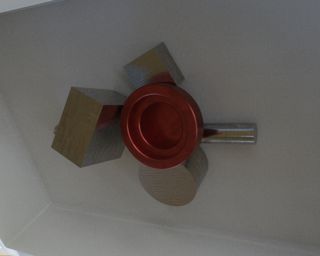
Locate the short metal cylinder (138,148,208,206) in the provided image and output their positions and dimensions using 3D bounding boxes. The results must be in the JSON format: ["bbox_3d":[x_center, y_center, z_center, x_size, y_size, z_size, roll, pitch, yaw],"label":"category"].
[{"bbox_3d":[0.018,0.057,0.413,0.080,0.050,0.079,13,124,20],"label":"short metal cylinder"}]

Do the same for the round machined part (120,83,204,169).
[{"bbox_3d":[0.005,-0.004,0.364,0.098,0.042,0.097,6,104,27],"label":"round machined part"}]

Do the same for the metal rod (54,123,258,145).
[{"bbox_3d":[-0.025,0.006,0.420,0.300,0.025,0.025,0,119,27],"label":"metal rod"}]

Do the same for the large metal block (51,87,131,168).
[{"bbox_3d":[-0.078,-0.003,0.390,0.050,0.080,0.079,30,106,23],"label":"large metal block"}]

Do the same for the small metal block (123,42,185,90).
[{"bbox_3d":[-0.007,-0.066,0.369,0.050,0.025,0.050,-23,107,36],"label":"small metal block"}]
